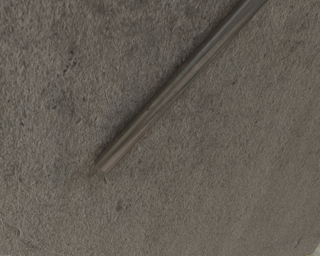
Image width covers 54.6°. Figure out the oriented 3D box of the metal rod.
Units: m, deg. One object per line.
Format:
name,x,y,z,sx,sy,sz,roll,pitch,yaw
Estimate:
metal rod,0.027,-0.061,0.383,0.300,0.025,0.025,-47,129,5
